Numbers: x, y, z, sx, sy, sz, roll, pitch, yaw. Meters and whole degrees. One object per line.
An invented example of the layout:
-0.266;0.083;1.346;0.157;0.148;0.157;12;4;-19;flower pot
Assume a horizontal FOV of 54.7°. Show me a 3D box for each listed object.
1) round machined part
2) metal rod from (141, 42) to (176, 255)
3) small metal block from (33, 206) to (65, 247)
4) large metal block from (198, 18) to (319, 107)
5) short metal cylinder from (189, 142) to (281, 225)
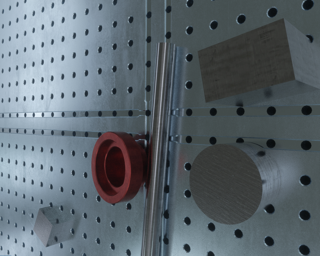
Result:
-0.053;0.053;0.433;0.098;0.042;0.097;-1;88;48;round machined part
-0.003;0.040;0.410;0.025;0.025;0.298;7;95;39;metal rod
-0.207;0.183;0.577;0.050;0.025;0.050;33;110;34;small metal block
0.095;-0.055;0.294;0.080;0.081;0.050;-13;82;39;large metal block
0.079;0.055;0.327;0.080;0.050;0.079;0;90;39;short metal cylinder
